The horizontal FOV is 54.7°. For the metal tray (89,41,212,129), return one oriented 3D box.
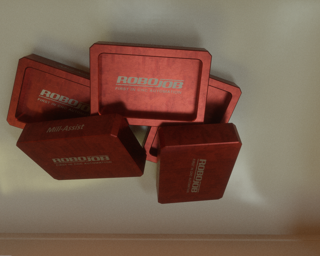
[{"bbox_3d":[-0.012,-0.049,0.356,0.131,0.030,0.089,3,110,-2],"label":"metal tray"}]

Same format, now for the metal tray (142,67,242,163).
[{"bbox_3d":[0.037,-0.009,0.404,0.091,0.030,0.129,18,109,-7],"label":"metal tray"}]

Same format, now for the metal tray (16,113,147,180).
[{"bbox_3d":[-0.093,0.028,0.379,0.130,0.030,0.090,-5,141,18],"label":"metal tray"}]

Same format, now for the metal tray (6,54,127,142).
[{"bbox_3d":[-0.116,-0.029,0.393,0.131,0.030,0.089,18,109,-7],"label":"metal tray"}]

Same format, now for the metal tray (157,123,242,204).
[{"bbox_3d":[0.043,0.049,0.391,0.091,0.030,0.129,-3,139,-5],"label":"metal tray"}]
